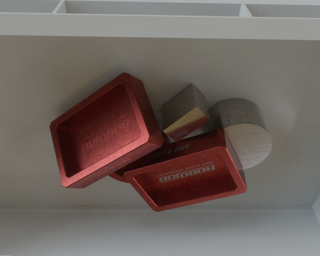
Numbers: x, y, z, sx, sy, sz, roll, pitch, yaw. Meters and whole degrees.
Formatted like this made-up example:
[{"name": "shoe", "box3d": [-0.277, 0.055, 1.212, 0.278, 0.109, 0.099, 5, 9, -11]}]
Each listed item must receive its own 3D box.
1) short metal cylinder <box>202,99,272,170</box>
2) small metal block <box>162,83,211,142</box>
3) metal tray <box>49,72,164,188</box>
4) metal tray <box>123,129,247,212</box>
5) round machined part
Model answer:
[{"name": "short metal cylinder", "box3d": [0.097, 0.009, 0.399, 0.081, 0.050, 0.079, 0, 130, 0]}, {"name": "small metal block", "box3d": [0.030, -0.019, 0.374, 0.050, 0.050, 0.025, -36, 122, 24]}, {"name": "metal tray", "box3d": [-0.068, 0.006, 0.366, 0.130, 0.090, 0.030, -30, 156, 22]}, {"name": "metal tray", "box3d": [0.032, 0.058, 0.391, 0.130, 0.030, 0.090, -18, 128, 20]}, {"name": "round machined part", "box3d": [-0.033, 0.029, 0.421, 0.099, 0.042, 0.097, -1, 130, 0]}]
